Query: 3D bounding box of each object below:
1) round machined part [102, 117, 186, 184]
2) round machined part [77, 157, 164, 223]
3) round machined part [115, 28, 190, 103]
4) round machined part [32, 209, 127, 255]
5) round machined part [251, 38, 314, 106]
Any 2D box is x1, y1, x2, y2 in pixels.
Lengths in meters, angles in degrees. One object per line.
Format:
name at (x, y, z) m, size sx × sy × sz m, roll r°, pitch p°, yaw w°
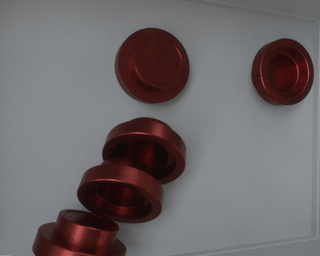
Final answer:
round machined part at (-0.017, 0.025, 0.377) m, size 0.098 × 0.097 × 0.042 m, roll 29°, pitch 42°, yaw -18°
round machined part at (-0.044, 0.071, 0.367) m, size 0.098 × 0.098 × 0.042 m, roll 28°, pitch 45°, yaw -18°
round machined part at (-0.006, -0.081, 0.400) m, size 0.099 × 0.042 × 0.097 m, roll 0°, pitch 90°, yaw -21°
round machined part at (-0.084, 0.121, 0.342) m, size 0.099 × 0.098 × 0.042 m, roll 19°, pitch 84°, yaw -20°
round machined part at (0.179, -0.082, 0.470) m, size 0.099 × 0.042 × 0.097 m, roll 0°, pitch 90°, yaw -21°
